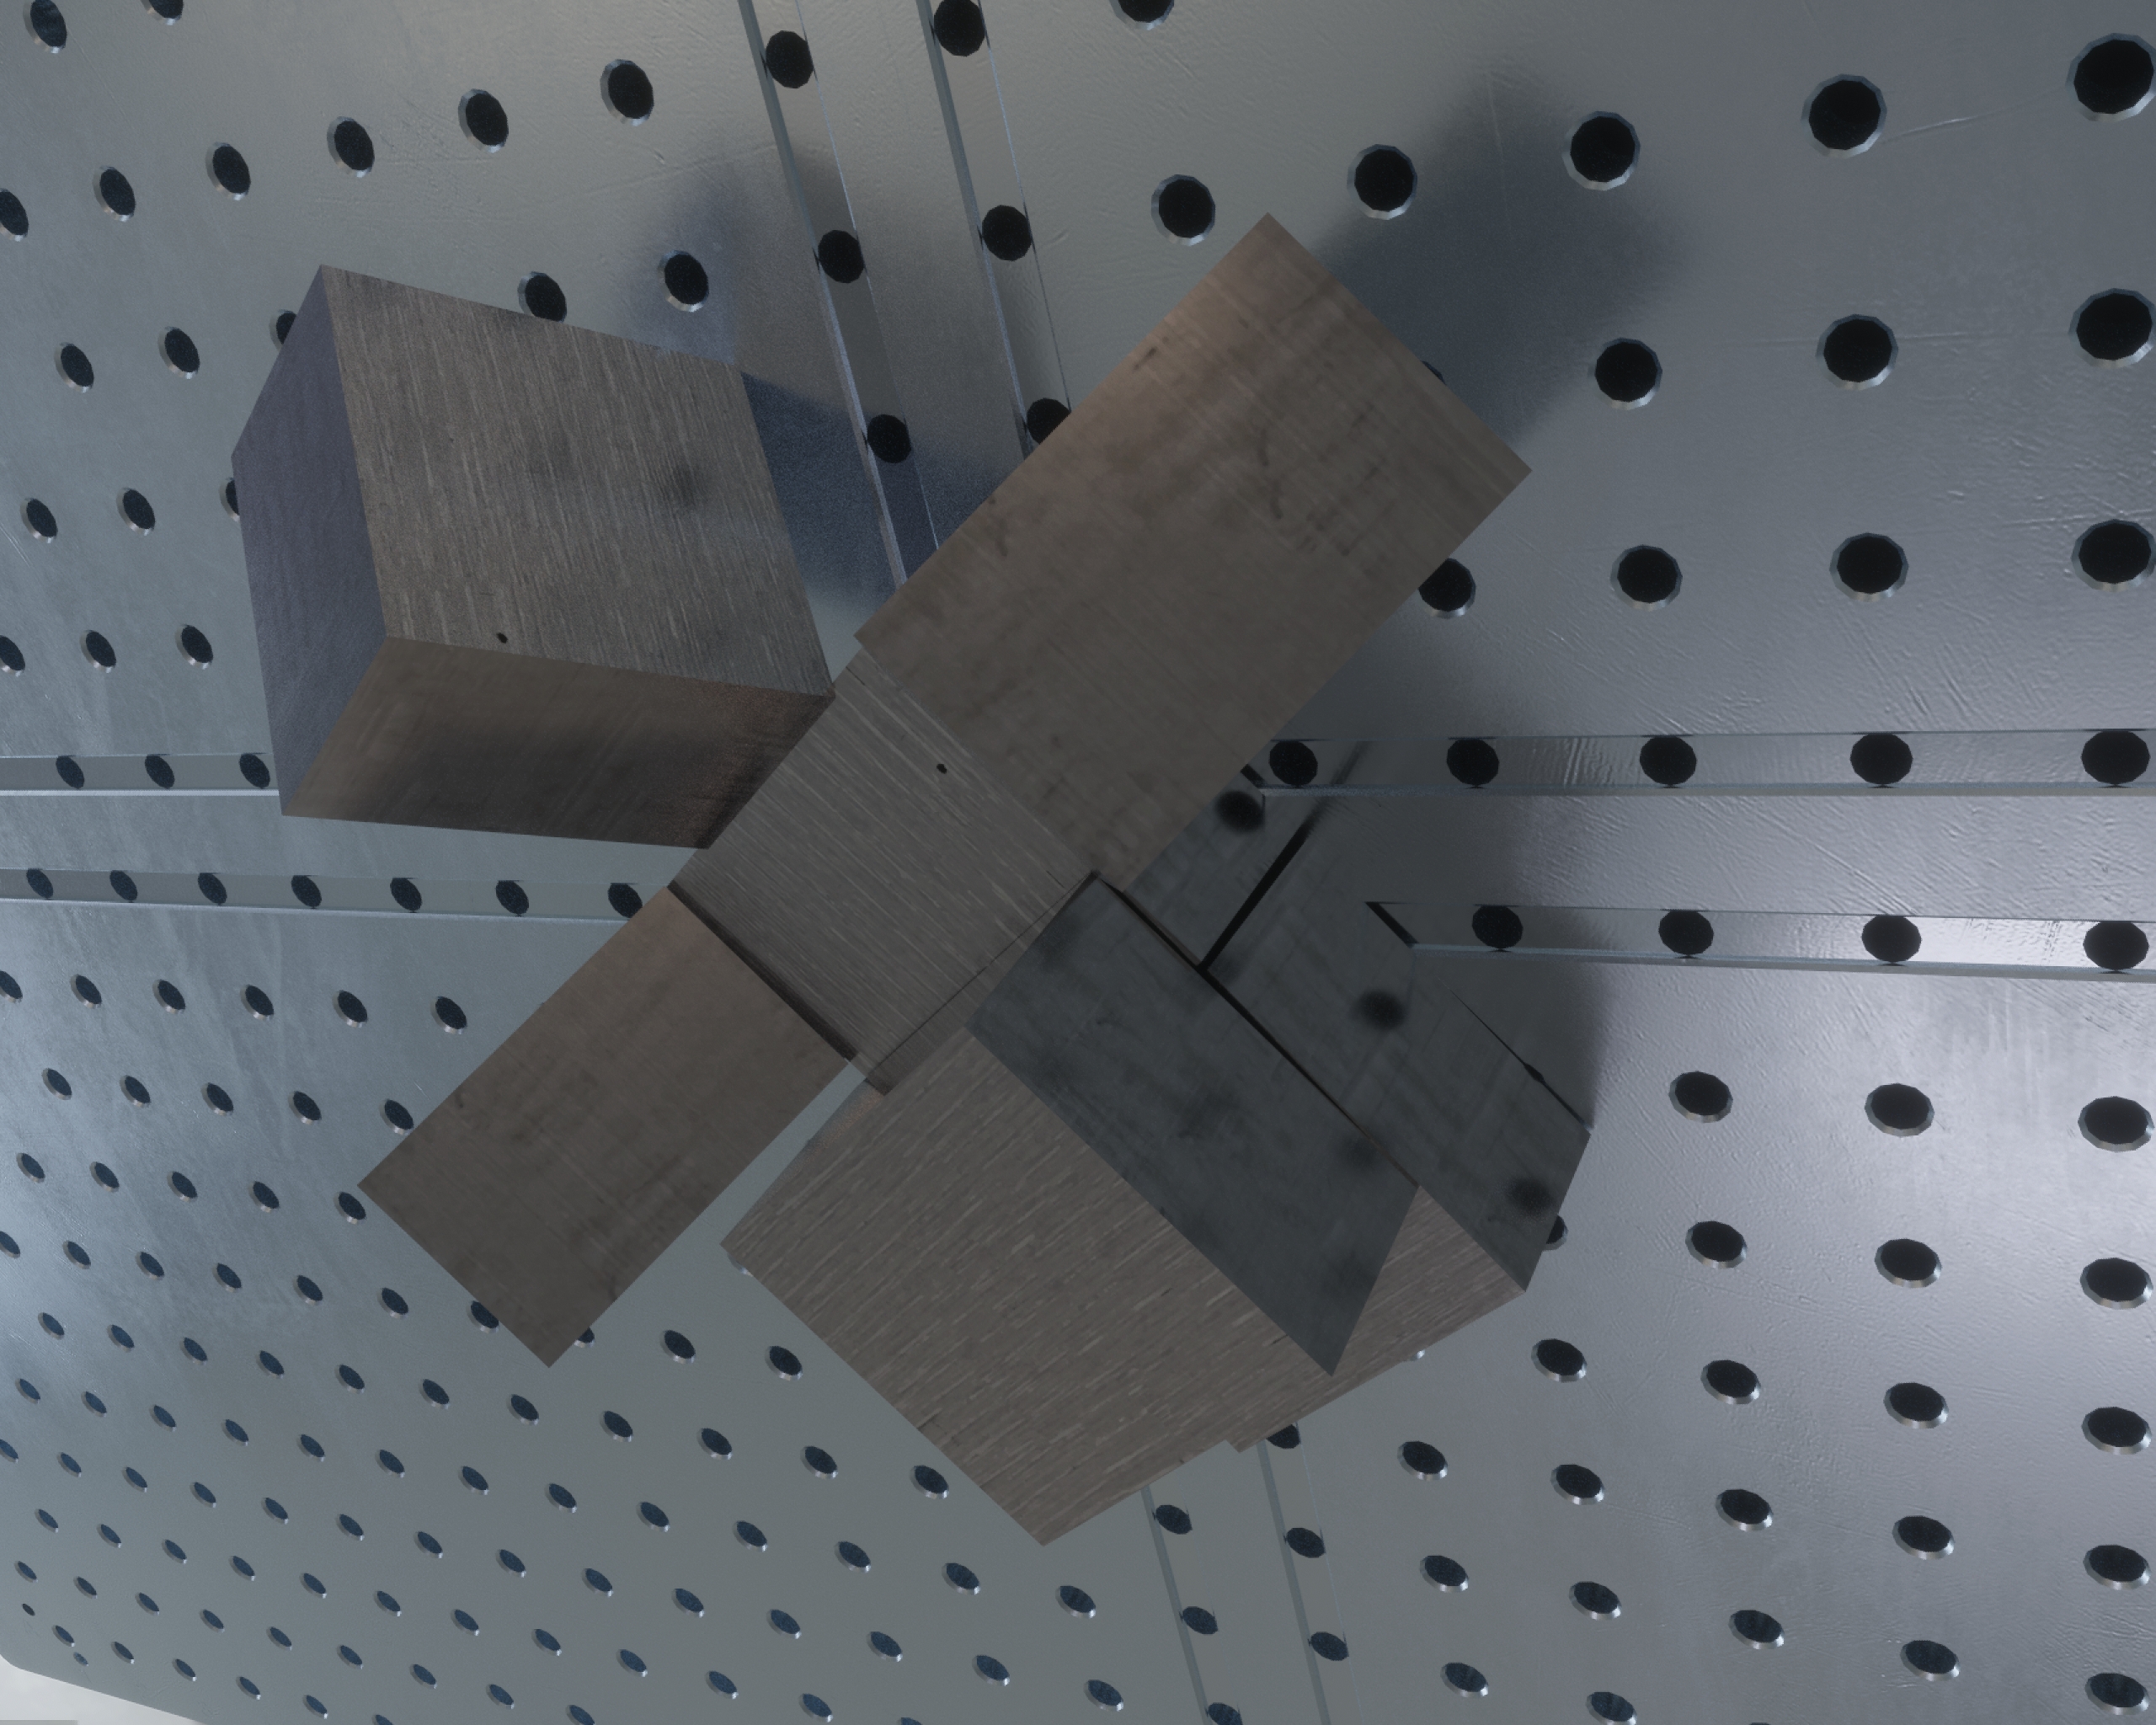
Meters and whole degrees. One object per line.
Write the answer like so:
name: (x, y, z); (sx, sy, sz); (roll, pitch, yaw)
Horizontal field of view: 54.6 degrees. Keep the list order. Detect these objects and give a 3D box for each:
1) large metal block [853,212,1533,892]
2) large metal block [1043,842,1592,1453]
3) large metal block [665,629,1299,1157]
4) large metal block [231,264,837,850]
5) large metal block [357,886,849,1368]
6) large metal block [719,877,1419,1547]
large metal block: (0.015, -0.043, 0.322); (0.050, 0.080, 0.080); (44, 89, -2)
large metal block: (0.038, 0.057, 0.410); (0.080, 0.050, 0.080); (46, 128, -2)
large metal block: (-0.019, -0.001, 0.405); (0.080, 0.050, 0.080); (44, 129, -2)
large metal block: (-0.099, -0.052, 0.377); (0.050, 0.081, 0.080); (-44, 54, 39)
large metal block: (-0.096, 0.054, 0.440); (0.050, 0.080, 0.080); (45, 171, -2)
large metal block: (-0.002, 0.062, 0.369); (0.080, 0.050, 0.080); (44, 128, -4)
